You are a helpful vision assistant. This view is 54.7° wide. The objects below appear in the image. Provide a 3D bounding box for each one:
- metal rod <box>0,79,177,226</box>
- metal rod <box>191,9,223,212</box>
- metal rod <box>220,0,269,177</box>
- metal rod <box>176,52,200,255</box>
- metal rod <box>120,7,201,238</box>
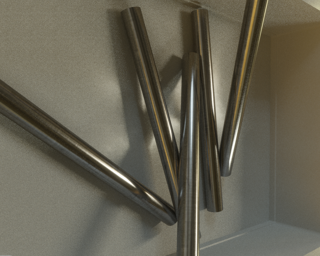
[{"bbox_3d":[-0.077,0.034,0.341,0.300,0.025,0.025,43,64,-32],"label":"metal rod"},{"bbox_3d":[0.071,-0.023,0.465,0.025,0.025,0.298,-9,96,-40],"label":"metal rod"},{"bbox_3d":[0.109,-0.059,0.419,0.025,0.025,0.298,-23,129,-38],"label":"metal rod"},{"bbox_3d":[0.037,0.035,0.383,0.025,0.025,0.299,24,59,-38],"label":"metal rod"},{"bbox_3d":[0.003,0.001,0.391,0.025,0.025,0.298,-20,97,-38],"label":"metal rod"}]
